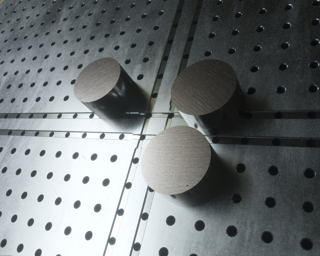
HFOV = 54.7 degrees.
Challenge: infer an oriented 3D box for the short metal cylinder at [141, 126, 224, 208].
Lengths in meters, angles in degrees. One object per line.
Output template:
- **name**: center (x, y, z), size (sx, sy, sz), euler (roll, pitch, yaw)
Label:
- **short metal cylinder**: center (0.026, 0.044, 0.351), size (0.080, 0.050, 0.080), euler (-13, 57, 21)

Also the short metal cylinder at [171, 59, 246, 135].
- **short metal cylinder**: center (0.060, -0.037, 0.383), size (0.080, 0.050, 0.080), euler (-13, 56, 20)

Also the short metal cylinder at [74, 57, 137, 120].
- **short metal cylinder**: center (-0.082, -0.060, 0.470), size (0.080, 0.050, 0.080), euler (-13, 56, 20)
